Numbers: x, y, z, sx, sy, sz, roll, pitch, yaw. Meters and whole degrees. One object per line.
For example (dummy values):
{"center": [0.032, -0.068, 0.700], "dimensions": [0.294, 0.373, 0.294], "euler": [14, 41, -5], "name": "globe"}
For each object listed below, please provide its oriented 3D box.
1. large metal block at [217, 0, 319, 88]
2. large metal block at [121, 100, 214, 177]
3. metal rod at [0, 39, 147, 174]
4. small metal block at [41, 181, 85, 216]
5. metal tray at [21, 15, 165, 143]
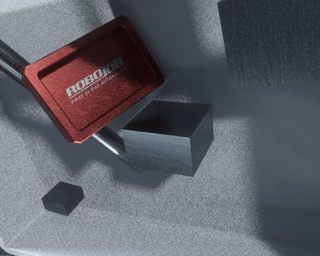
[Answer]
{"center": [0.105, -0.086, 0.284], "dimensions": [0.080, 0.050, 0.080], "euler": [-2, 118, 28], "name": "large metal block"}
{"center": [0.013, 0.008, 0.370], "dimensions": [0.080, 0.080, 0.050], "euler": [7, 121, 24], "name": "large metal block"}
{"center": [-0.112, -0.026, 0.368], "dimensions": [0.025, 0.025, 0.300], "euler": [-16, 136, 34], "name": "metal rod"}
{"center": [-0.175, 0.126, 0.560], "dimensions": [0.050, 0.050, 0.025], "euler": [9, 122, 23], "name": "small metal block"}
{"center": [-0.068, -0.054, 0.342], "dimensions": [0.090, 0.131, 0.030], "euler": [57, 155, -13], "name": "metal tray"}
